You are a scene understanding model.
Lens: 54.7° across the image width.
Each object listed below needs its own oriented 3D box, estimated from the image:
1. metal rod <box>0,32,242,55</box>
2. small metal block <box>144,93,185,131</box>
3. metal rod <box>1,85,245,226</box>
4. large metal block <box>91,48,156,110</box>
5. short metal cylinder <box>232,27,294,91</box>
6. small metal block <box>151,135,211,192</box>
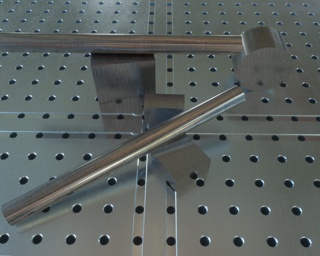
[{"bbox_3d":[-0.050,-0.107,0.392,0.302,0.025,0.025,1,50,0],"label":"metal rod"},{"bbox_3d":[0.006,-0.018,0.406,0.050,0.050,0.025,2,50,2],"label":"small metal block"},{"bbox_3d":[-0.031,0.025,0.361,0.302,0.025,0.025,-28,55,-12],"label":"metal rod"},{"bbox_3d":[-0.050,-0.074,0.434,0.081,0.080,0.050,-7,51,-6],"label":"large metal block"},{"bbox_3d":[0.149,-0.101,0.457,0.080,0.080,0.050,1,50,1],"label":"short metal cylinder"},{"bbox_3d":[0.025,0.040,0.374,0.050,0.025,0.050,-29,56,-22],"label":"small metal block"}]
